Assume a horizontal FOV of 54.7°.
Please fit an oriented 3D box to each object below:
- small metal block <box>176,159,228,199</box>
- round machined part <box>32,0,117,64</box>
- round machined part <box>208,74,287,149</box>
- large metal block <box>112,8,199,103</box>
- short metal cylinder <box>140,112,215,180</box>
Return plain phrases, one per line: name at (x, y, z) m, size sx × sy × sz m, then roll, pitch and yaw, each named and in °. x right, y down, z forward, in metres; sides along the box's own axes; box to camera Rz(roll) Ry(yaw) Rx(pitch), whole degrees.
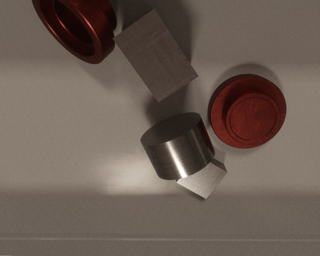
small metal block at (0.057, 0.063, 0.436) m, size 0.050 × 0.025 × 0.050 m, roll 31°, pitch 107°, yaw -11°
round machined part at (-0.086, -0.121, 0.337) m, size 0.098 × 0.098 × 0.042 m, roll 45°, pitch 68°, yaw -15°
round machined part at (0.114, -0.018, 0.397) m, size 0.099 × 0.042 × 0.097 m, roll 0°, pitch 110°, yaw -1°
large metal block at (-0.004, -0.085, 0.351) m, size 0.050 × 0.080 × 0.080 m, roll -33°, pitch 107°, yaw 11°
short metal cylinder at (0.023, 0.021, 0.390) m, size 0.080 × 0.080 × 0.050 m, roll -22°, pitch 109°, yaw 7°
